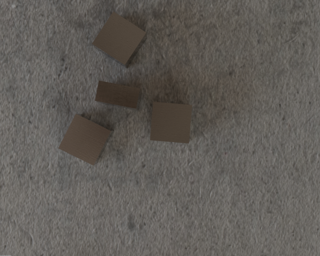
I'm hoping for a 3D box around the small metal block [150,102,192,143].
[{"bbox_3d":[0.014,-0.007,0.410,0.050,0.025,0.050,5,90,-1],"label":"small metal block"}]

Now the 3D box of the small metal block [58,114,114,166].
[{"bbox_3d":[-0.097,0.015,0.409,0.050,0.025,0.050,27,90,-1],"label":"small metal block"}]

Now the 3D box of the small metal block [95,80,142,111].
[{"bbox_3d":[-0.051,-0.040,0.397,0.050,0.050,0.025,11,90,-1],"label":"small metal block"}]

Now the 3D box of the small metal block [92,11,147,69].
[{"bbox_3d":[-0.052,-0.115,0.409,0.050,0.025,0.050,33,90,-1],"label":"small metal block"}]
